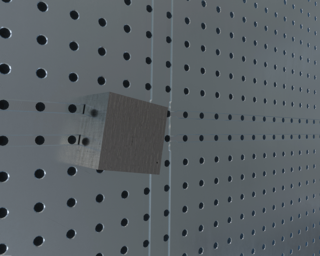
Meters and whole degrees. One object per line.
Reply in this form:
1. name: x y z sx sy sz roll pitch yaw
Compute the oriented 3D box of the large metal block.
1. large metal block: -0.042 0.008 0.357 0.081 0.050 0.080 12 82 -39
